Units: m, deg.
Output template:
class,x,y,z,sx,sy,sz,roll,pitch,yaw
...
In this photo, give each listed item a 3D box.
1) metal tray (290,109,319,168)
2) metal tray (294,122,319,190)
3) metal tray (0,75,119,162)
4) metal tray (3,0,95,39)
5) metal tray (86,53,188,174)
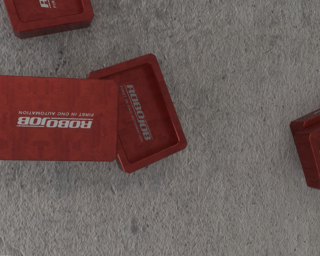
class,x,y,z,sx,sy,sz,roll,pitch,yaw
metal tray,0.284,0.011,0.511,0.131,0.030,0.090,-22,98,-19
metal tray,0.275,0.030,0.475,0.131,0.030,0.090,-20,97,-19
metal tray,-0.113,-0.010,0.344,0.131,0.030,0.089,2,95,-7
metal tray,-0.138,-0.176,0.354,0.091,0.030,0.129,-18,96,-19
metal tray,-0.029,-0.019,0.395,0.091,0.030,0.129,-23,98,-19
